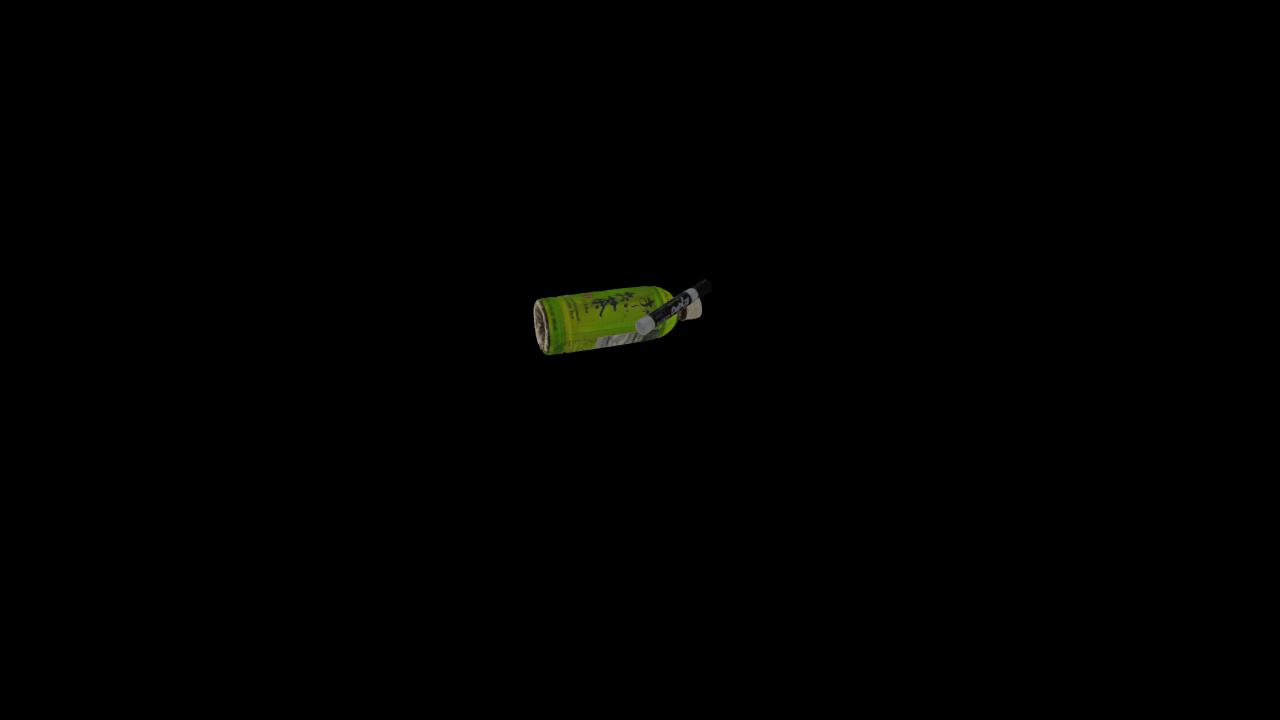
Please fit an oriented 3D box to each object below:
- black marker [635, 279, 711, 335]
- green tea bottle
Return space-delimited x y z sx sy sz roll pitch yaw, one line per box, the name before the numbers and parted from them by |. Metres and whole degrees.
black marker | 0.042 -0.064 0.719 0.121 0.020 0.020 -35 21 -33
green tea bottle | -0.022 -0.053 0.766 0.212 0.073 0.073 -8 3 -22
